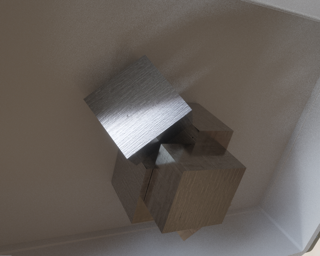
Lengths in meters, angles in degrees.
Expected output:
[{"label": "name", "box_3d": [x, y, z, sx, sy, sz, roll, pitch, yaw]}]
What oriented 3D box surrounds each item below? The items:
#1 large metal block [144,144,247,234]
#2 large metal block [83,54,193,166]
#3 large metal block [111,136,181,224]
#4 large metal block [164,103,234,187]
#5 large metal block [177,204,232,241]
[{"label": "large metal block", "box_3d": [0.037, 0.065, 0.346, 0.081, 0.050, 0.079, 2, 118, -29]}, {"label": "large metal block", "box_3d": [-0.021, -0.018, 0.339, 0.080, 0.080, 0.050, -37, 164, -4]}, {"label": "large metal block", "box_3d": [-0.019, 0.062, 0.399, 0.050, 0.080, 0.079, 1, 118, -29]}, {"label": "large metal block", "box_3d": [0.039, 0.019, 0.403, 0.050, 0.080, 0.079, 1, 118, -29]}, {"label": "large metal block", "box_3d": [0.045, 0.106, 0.452, 0.080, 0.080, 0.050, -36, 94, -5]}]
